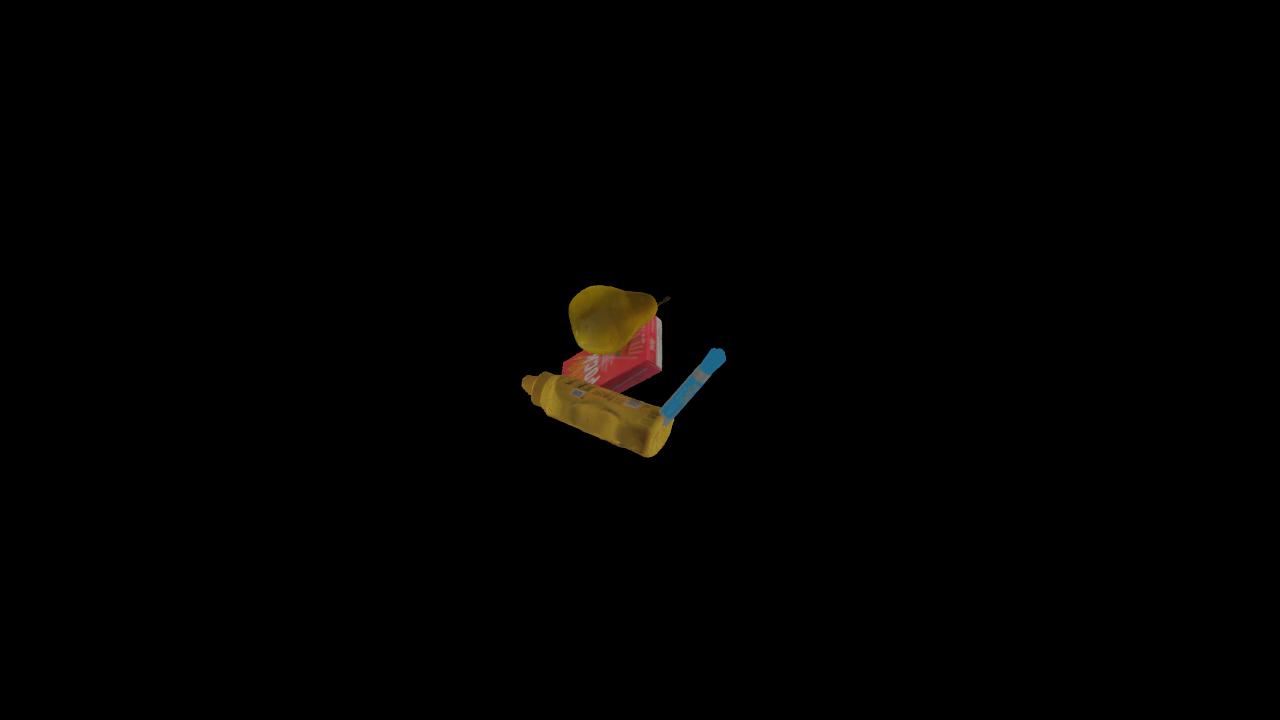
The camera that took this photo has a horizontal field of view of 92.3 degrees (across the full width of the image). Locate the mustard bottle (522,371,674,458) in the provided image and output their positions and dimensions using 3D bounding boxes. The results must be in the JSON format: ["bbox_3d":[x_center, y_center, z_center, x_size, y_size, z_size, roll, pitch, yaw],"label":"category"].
[{"bbox_3d":[-0.057,0.055,0.716,0.184,0.054,0.092,19,18,17],"label":"mustard bottle"}]

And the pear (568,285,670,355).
[{"bbox_3d":[-0.018,-0.047,0.652,0.111,0.080,0.080,-14,1,-2],"label":"pear"}]

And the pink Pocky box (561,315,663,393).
[{"bbox_3d":[-0.039,0.008,0.765,0.155,0.084,0.029,-29,-51,30],"label":"pink Pocky box"}]

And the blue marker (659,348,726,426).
[{"bbox_3d":[0.053,0.029,0.647,0.020,0.020,0.121,0,-38,-36],"label":"blue marker"}]
